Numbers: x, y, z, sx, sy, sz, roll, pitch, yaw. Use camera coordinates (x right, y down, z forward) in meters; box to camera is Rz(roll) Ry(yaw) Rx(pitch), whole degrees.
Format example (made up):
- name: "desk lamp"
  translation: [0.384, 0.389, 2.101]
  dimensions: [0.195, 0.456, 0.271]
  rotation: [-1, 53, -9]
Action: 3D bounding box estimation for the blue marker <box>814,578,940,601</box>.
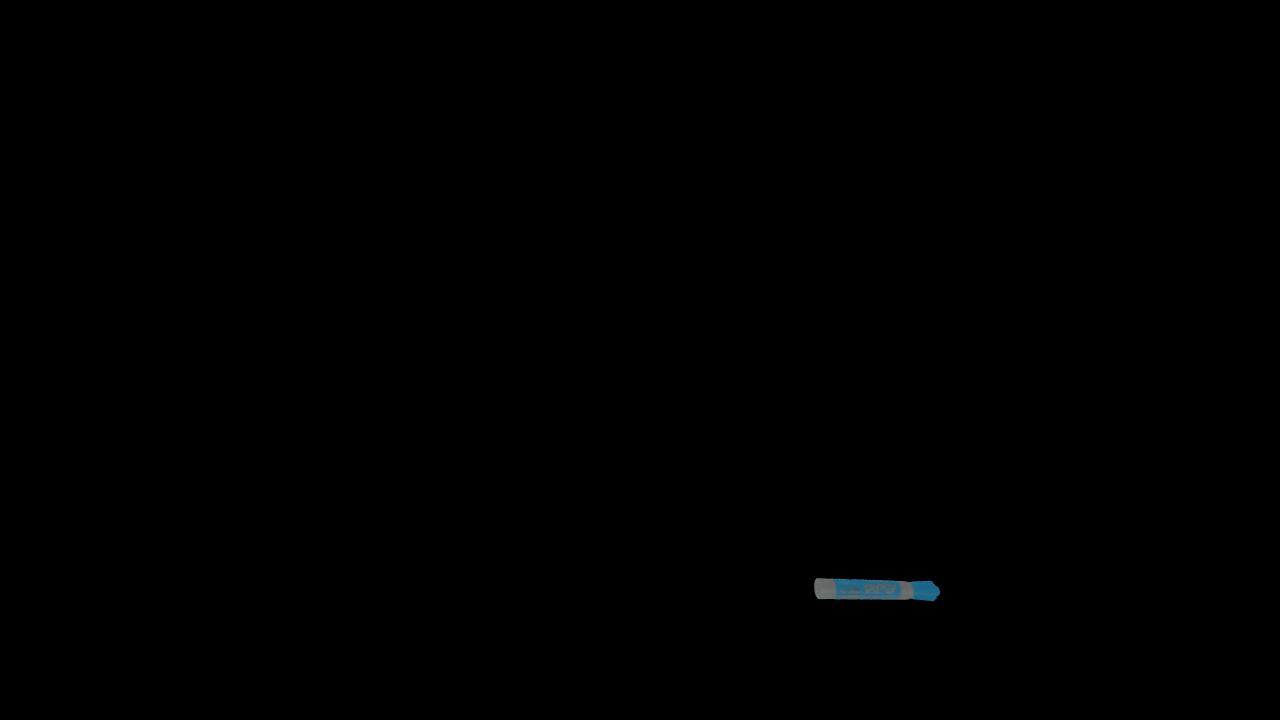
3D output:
- name: "blue marker"
  translation: [0.230, 0.222, 0.594]
  dimensions: [0.121, 0.020, 0.020]
  rotation: [3, 0, -4]
